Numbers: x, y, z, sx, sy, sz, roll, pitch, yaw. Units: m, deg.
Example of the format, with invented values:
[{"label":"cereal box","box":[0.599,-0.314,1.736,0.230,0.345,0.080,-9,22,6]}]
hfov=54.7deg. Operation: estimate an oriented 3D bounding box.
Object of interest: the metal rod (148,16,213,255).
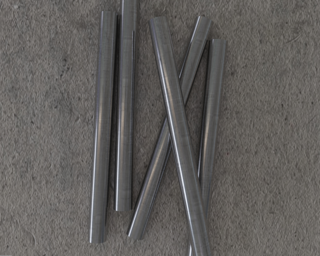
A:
[{"label":"metal rod","box":[0.026,0.013,0.383,0.025,0.025,0.298,-11,90,0]}]

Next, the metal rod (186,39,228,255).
[{"label":"metal rod","box":[0.061,0.034,0.410,0.025,0.025,0.298,6,90,0]}]

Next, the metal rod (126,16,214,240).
[{"label":"metal rod","box":[0.013,0.000,0.409,0.025,0.025,0.298,18,90,0]}]

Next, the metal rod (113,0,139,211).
[{"label":"metal rod","box":[-0.044,-0.042,0.409,0.025,0.025,0.298,2,90,0]}]

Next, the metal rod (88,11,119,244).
[{"label":"metal rod","box":[-0.075,-0.001,0.409,0.025,0.025,0.298,3,90,0]}]
